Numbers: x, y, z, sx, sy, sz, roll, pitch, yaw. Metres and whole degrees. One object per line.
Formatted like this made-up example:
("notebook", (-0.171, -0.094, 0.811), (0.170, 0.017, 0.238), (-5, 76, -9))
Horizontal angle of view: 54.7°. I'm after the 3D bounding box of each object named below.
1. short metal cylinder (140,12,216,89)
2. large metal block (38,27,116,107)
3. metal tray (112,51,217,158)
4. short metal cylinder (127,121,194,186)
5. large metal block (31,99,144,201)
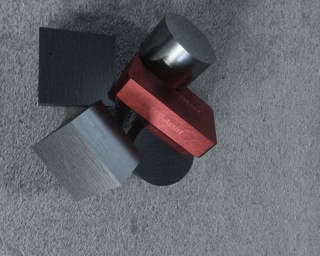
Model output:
("short metal cylinder", (0.022, -0.095, 0.384), (0.080, 0.050, 0.080), (28, 41, -27))
("large metal block", (-0.097, -0.065, 0.359), (0.081, 0.050, 0.080), (1, 90, -20))
("metal tray", (0.011, -0.031, 0.381), (0.130, 0.090, 0.030), (37, 118, -16))
("short metal cylinder", (-0.003, 0.030, 0.397), (0.081, 0.050, 0.080), (0, 90, -20))
("large metal block", (-0.080, 0.027, 0.344), (0.080, 0.080, 0.050), (55, 38, -12))
